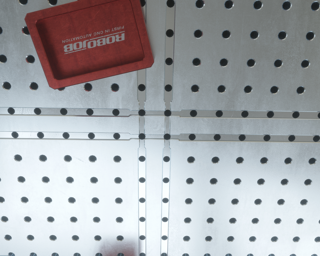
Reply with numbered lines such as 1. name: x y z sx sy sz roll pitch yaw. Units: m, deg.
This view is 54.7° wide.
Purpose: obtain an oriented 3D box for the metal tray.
1. metal tray: -0.080 -0.105 0.370 0.131 0.030 0.089 -13 110 4
